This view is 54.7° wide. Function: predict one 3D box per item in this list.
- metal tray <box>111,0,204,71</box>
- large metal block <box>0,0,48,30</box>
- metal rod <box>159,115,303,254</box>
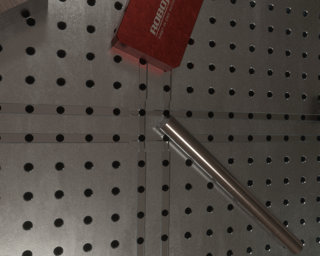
[{"bbox_3d":[0.001,-0.153,0.411,0.091,0.030,0.130,22,82,-19],"label":"metal tray"},{"bbox_3d":[-0.180,-0.157,0.333,0.080,0.050,0.080,-35,102,-17],"label":"large metal block"},{"bbox_3d":[0.112,0.091,0.455,0.300,0.025,0.025,44,76,-15],"label":"metal rod"}]
